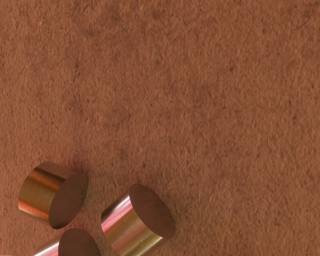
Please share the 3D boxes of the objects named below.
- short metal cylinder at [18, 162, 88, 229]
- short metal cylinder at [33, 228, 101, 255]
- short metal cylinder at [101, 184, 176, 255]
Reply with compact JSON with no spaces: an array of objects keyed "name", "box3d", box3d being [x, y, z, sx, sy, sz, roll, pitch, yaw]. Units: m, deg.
[{"name":"short metal cylinder","box3d":[-0.146,0.092,0.430,0.050,0.080,0.080,17,96,19]},{"name":"short metal cylinder","box3d":[-0.126,0.186,0.423,0.050,0.080,0.080,-33,80,17]},{"name":"short metal cylinder","box3d":[-0.026,0.117,0.388,0.050,0.080,0.080,-43,77,15]}]
